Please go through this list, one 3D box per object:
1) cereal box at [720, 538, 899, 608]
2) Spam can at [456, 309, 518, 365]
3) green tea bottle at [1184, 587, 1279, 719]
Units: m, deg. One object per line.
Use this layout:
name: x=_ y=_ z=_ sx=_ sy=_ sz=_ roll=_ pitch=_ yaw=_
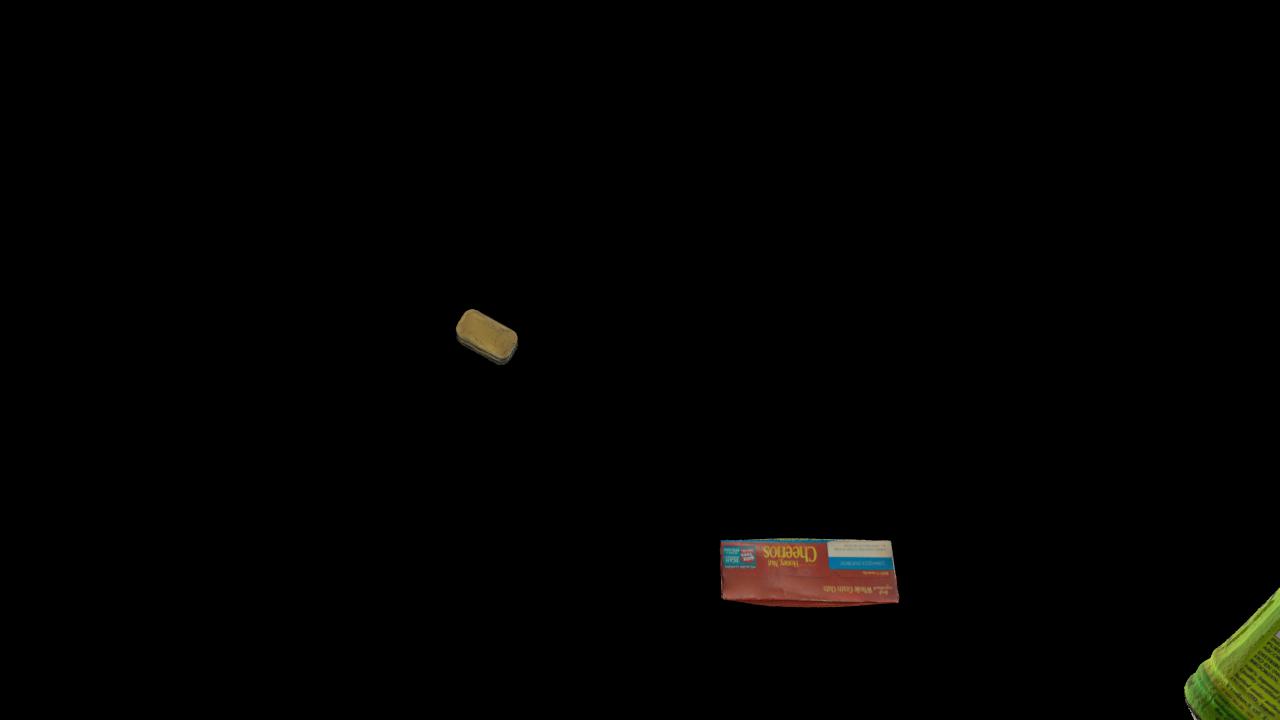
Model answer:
cereal box: x=0.230 y=0.299 z=0.854 sx=0.203 sy=0.081 sz=0.306 roll=-5 pitch=-23 yaw=14
Spam can: x=-0.255 y=-0.038 z=1.025 sx=0.101 sy=0.058 sz=0.085 roll=29 pitch=-10 yaw=-9
green tea bottle: x=0.355 y=0.109 z=0.283 sx=0.073 sy=0.212 sz=0.073 roll=18 pitch=23 yaw=-8
